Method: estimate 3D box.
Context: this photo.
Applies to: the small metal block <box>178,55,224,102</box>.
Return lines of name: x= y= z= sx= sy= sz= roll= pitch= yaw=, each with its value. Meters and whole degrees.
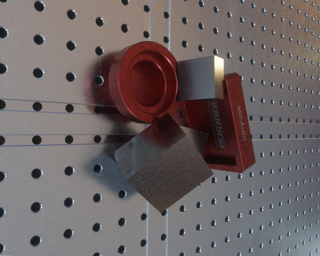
small metal block: x=0.051 y=-0.059 z=0.384 sx=0.025 sy=0.050 sz=0.050 roll=0 pitch=89 yaw=-55

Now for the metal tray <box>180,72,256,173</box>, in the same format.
metal tray: x=0.077 y=-0.006 z=0.434 sx=0.030 sy=0.090 sz=0.129 roll=-23 pitch=105 yaw=-38

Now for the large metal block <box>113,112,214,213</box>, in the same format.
large metal block: x=0.005 y=0.043 z=0.370 sx=0.080 sy=0.050 sz=0.080 roll=-37 pitch=130 yaw=0

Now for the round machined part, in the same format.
round machined part: x=-0.021 y=-0.054 z=0.382 sx=0.099 sy=0.042 sz=0.097 roll=0 pitch=90 yaw=-40

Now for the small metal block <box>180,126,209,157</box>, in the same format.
small metal block: x=0.037 y=0.026 z=0.436 sx=0.050 sy=0.025 sz=0.050 roll=14 pitch=86 yaw=-28
